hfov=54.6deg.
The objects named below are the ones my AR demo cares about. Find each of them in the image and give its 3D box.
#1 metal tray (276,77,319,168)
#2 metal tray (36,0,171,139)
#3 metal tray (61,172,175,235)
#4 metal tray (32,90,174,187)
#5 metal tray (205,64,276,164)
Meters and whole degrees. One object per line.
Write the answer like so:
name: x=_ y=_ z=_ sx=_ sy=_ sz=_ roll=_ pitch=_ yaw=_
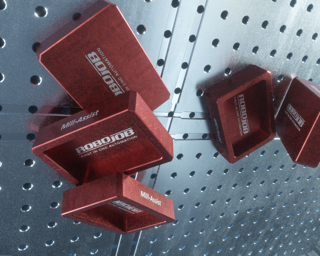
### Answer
metal tray: x=0.209 y=-0.013 z=0.450 sx=0.030 sy=0.130 sz=0.089 roll=15 pitch=114 yaw=0
metal tray: x=-0.056 y=-0.058 z=0.341 sx=0.090 sy=0.030 sz=0.130 roll=-38 pitch=129 yaw=-3
metal tray: x=-0.050 y=0.104 z=0.406 sx=0.090 sy=0.030 sz=0.130 roll=-22 pitch=143 yaw=22
metal tray: x=-0.062 y=0.019 z=0.347 sx=0.130 sy=0.030 sz=0.090 roll=-20 pitch=132 yaw=20
metal tray: x=0.124 y=-0.017 z=0.463 sx=0.090 sy=0.030 sz=0.130 roll=-29 pitch=128 yaw=-10
